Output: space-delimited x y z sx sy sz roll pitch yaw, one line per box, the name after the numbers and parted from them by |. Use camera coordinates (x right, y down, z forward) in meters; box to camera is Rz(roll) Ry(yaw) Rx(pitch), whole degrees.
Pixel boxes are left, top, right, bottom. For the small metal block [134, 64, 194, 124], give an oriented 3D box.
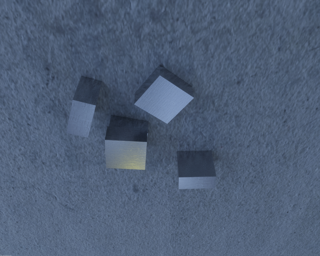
0.004 -0.040 0.374 0.050 0.025 0.050 30 124 -24 | small metal block

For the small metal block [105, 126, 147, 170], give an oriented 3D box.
-0.043 0.026 0.396 0.050 0.025 0.050 3 130 -3 | small metal block

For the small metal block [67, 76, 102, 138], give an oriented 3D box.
-0.090 -0.025 0.368 0.025 0.050 0.050 14 129 -12 | small metal block

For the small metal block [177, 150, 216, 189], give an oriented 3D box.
0.051 0.059 0.442 0.050 0.050 0.025 -1 130 1 | small metal block

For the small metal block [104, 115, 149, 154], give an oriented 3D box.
-0.045 0.013 0.418 0.050 0.025 0.050 10 130 -9 | small metal block
